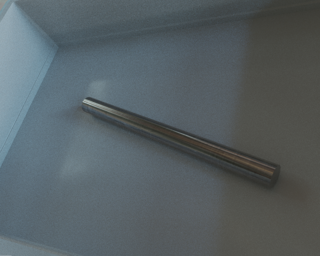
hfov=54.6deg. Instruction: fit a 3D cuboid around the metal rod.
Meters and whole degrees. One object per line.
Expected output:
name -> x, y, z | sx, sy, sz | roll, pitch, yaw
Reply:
metal rod -> 0.002, 0.006, 0.400 | 0.300, 0.025, 0.025 | 20, 73, 35
